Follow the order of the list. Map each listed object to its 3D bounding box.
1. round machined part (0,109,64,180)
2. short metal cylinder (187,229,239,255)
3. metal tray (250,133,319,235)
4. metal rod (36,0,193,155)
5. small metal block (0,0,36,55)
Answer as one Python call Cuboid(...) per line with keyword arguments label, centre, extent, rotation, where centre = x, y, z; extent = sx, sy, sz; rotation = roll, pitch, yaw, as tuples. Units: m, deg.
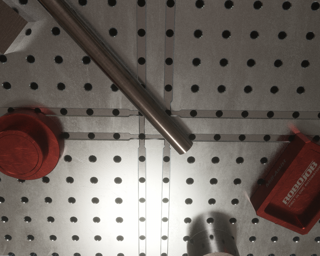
Cuboid(label="round machined part", centre=(-0.183, 0.027, 0.412), extent=(0.099, 0.042, 0.097), rotation=(0, 110, -1))
Cuboid(label="short metal cylinder", centre=(0.083, 0.205, 0.477), extent=(0.081, 0.050, 0.079), rotation=(0, 110, -1))
Cuboid(label="metal tray", centre=(0.204, 0.083, 0.444), extent=(0.090, 0.030, 0.129), rotation=(25, 108, -10))
Cuboid(label="metal rod", centre=(-0.062, -0.079, 0.383), extent=(0.025, 0.025, 0.300), rotation=(-39, 106, 13))
Cuboid(label="small metal block", centre=(-0.186, -0.124, 0.365), extent=(0.050, 0.025, 0.050), rotation=(41, 105, -14))
